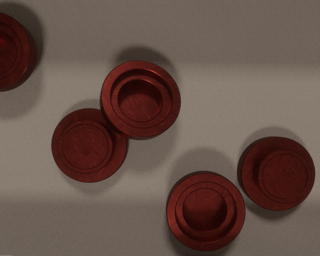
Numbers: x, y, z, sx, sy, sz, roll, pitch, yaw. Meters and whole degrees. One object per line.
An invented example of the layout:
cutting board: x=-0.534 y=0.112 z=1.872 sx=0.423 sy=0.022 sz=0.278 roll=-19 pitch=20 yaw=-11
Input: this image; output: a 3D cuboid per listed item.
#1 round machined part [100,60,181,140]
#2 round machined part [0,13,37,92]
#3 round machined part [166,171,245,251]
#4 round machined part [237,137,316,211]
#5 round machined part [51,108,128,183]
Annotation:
round machined part: x=-0.027 y=-0.032 z=0.393 sx=0.099 sy=0.042 sz=0.098 roll=4 pitch=76 yaw=-15
round machined part: x=-0.208 y=-0.095 z=0.400 sx=0.099 sy=0.042 sz=0.097 roll=0 pitch=90 yaw=-1
round machined part: x=0.057 y=0.104 z=0.404 sx=0.099 sy=0.042 sz=0.097 roll=0 pitch=90 yaw=-1
round machined part: x=0.155 y=0.060 z=0.405 sx=0.099 sy=0.042 sz=0.097 roll=0 pitch=90 yaw=-1
round machined part: x=-0.092 y=0.023 z=0.402 sx=0.099 sy=0.042 sz=0.097 roll=0 pitch=90 yaw=-1
